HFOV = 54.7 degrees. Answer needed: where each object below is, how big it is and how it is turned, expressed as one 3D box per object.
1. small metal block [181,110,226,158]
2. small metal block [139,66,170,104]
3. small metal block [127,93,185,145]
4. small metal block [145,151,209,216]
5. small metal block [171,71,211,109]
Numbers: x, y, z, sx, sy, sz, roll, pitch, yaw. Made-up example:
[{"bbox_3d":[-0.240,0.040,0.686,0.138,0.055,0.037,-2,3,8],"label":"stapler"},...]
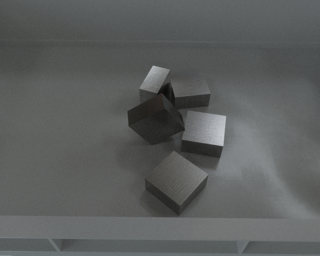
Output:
[{"bbox_3d":[0.056,0.007,0.399,0.050,0.025,0.050,9,51,7],"label":"small metal block"},{"bbox_3d":[-0.006,-0.049,0.430,0.025,0.050,0.050,16,52,13],"label":"small metal block"},{"bbox_3d":[-0.004,-0.009,0.384,0.050,0.050,0.025,-26,48,19],"label":"small metal block"},{"bbox_3d":[0.019,0.062,0.353,0.050,0.025,0.050,34,58,25],"label":"small metal block"},{"bbox_3d":[0.042,-0.056,0.452,0.050,0.025,0.050,-7,50,-6],"label":"small metal block"}]
